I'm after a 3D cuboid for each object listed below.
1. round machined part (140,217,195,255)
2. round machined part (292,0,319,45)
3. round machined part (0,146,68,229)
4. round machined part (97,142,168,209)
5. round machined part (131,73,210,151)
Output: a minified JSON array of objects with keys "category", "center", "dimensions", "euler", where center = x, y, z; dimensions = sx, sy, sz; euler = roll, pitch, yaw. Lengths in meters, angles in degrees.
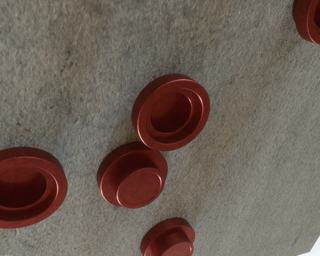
[{"category":"round machined part","center":[0.019,0.207,0.536],"dimensions":[0.099,0.042,0.097],"euler":[-14,125,-21]},{"category":"round machined part","center":[0.220,-0.165,0.416],"dimensions":[0.099,0.042,0.097],"euler":[-14,125,-21]},{"category":"round machined part","center":[-0.158,0.062,0.348],"dimensions":[0.099,0.042,0.097],"euler":[-14,125,-21]},{"category":"round machined part","center":[-0.033,0.071,0.423],"dimensions":[0.099,0.042,0.097],"euler":[-14,125,-21]},{"category":"round machined part","center":[0.010,-0.023,0.389],"dimensions":[0.099,0.042,0.097],"euler":[-14,125,-21]}]
